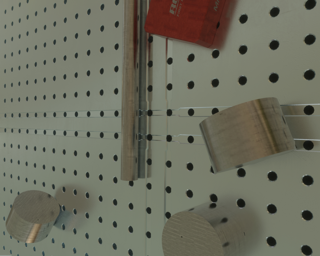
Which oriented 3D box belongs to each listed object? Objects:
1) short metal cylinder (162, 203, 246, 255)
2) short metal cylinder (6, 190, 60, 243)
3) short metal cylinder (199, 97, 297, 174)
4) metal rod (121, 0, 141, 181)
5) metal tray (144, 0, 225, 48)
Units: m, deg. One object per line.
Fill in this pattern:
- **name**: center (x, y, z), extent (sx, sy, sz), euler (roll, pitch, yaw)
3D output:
- **short metal cylinder**: center (0.049, 0.130, 0.353), extent (0.080, 0.050, 0.080), euler (0, 90, 40)
- **short metal cylinder**: center (-0.231, 0.160, 0.565), extent (0.080, 0.081, 0.050), euler (44, 117, 31)
- **short metal cylinder**: center (0.084, 0.009, 0.304), extent (0.080, 0.081, 0.050), euler (-26, 74, 37)
- **metal rod**: center (-0.042, -0.075, 0.443), extent (0.025, 0.025, 0.298), euler (1, 91, 40)
- **metal tray**: center (0.037, -0.172, 0.376), extent (0.090, 0.030, 0.129), euler (25, 106, 37)
